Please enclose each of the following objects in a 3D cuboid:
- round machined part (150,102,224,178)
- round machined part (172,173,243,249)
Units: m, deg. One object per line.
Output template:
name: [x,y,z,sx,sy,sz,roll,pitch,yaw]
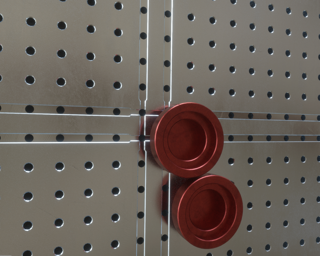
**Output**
round machined part: [0.033,0.015,0.417,0.099,0.042,0.097,0,90,-20]
round machined part: [0.061,0.111,0.428,0.099,0.042,0.097,0,90,-21]
